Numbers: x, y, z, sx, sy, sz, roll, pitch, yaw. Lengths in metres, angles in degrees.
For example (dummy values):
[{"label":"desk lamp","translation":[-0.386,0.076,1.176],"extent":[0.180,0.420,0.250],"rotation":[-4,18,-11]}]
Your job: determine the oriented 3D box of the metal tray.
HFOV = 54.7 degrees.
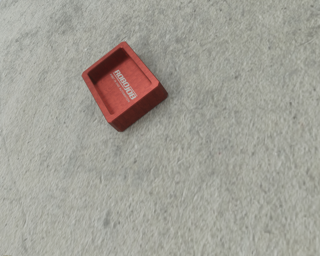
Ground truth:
[{"label":"metal tray","translation":[-0.057,-0.066,0.469],"extent":[0.090,0.030,0.130],"rotation":[-38,51,2]}]
